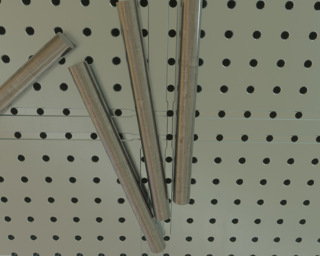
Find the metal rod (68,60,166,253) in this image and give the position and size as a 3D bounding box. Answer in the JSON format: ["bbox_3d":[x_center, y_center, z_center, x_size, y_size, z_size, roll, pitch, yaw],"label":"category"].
[{"bbox_3d":[-0.052,0.053,0.432,0.025,0.025,0.299,-19,109,7],"label":"metal rod"}]

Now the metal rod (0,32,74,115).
[{"bbox_3d":[-0.230,-0.017,0.405,0.300,0.025,0.025,-37,106,12],"label":"metal rod"}]

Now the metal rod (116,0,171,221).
[{"bbox_3d":[-0.017,-0.008,0.410,0.025,0.025,0.298,-8,110,3],"label":"metal rod"}]

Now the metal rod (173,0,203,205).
[{"bbox_3d":[0.034,-0.035,0.400,0.025,0.025,0.298,1,110,-1],"label":"metal rod"}]
